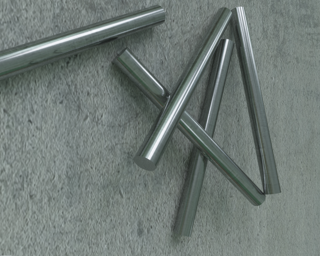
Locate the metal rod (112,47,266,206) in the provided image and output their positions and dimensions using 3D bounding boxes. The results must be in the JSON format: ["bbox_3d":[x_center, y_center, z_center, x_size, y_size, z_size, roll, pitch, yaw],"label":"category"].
[{"bbox_3d":[0.052,0.011,0.420,0.300,0.025,0.025,45,63,-22],"label":"metal rod"}]

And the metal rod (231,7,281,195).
[{"bbox_3d":[0.148,-0.048,0.488,0.025,0.025,0.298,0,78,-40],"label":"metal rod"}]

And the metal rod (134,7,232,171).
[{"bbox_3d":[0.043,-0.071,0.404,0.025,0.025,0.301,51,49,-28],"label":"metal rod"}]

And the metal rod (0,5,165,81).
[{"bbox_3d":[-0.106,-0.081,0.314,0.302,0.025,0.025,-32,110,-35],"label":"metal rod"}]

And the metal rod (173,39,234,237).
[{"bbox_3d":[0.068,0.006,0.461,0.025,0.025,0.299,24,75,-38],"label":"metal rod"}]
